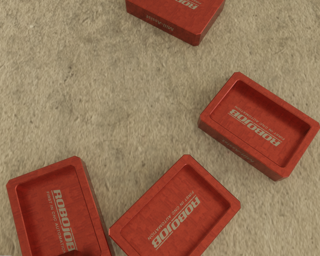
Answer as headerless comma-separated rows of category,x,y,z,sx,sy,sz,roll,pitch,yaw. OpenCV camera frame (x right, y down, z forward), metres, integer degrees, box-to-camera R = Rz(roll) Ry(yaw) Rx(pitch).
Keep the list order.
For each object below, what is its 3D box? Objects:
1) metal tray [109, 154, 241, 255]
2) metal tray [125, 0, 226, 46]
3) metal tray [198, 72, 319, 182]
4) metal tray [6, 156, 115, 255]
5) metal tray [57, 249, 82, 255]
metal tray,0.018,0.105,0.358,0.090,0.030,0.130,44,70,11
metal tray,0.023,-0.193,0.476,0.130,0.030,0.090,30,72,10
metal tray,0.127,-0.004,0.408,0.130,0.030,0.090,36,74,12
metal tray,-0.117,0.109,0.364,0.091,0.030,0.130,-21,71,-8
metal tray,-0.130,0.188,0.311,0.131,0.030,0.089,-18,105,-7
